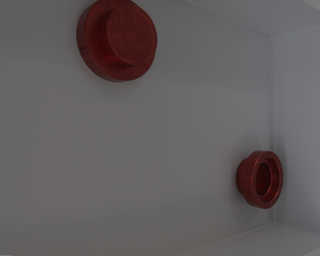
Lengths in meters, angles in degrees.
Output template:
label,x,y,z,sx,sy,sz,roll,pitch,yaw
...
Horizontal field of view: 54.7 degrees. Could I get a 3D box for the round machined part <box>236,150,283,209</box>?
label,x,y,z,sx,sy,sz,roll,pitch,yaw
round machined part,0.169,0.087,0.537,0.099,0.042,0.097,0,90,-40

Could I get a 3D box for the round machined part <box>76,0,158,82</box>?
label,x,y,z,sx,sy,sz,roll,pitch,yaw
round machined part,-0.042,-0.104,0.360,0.099,0.042,0.097,0,90,-40
